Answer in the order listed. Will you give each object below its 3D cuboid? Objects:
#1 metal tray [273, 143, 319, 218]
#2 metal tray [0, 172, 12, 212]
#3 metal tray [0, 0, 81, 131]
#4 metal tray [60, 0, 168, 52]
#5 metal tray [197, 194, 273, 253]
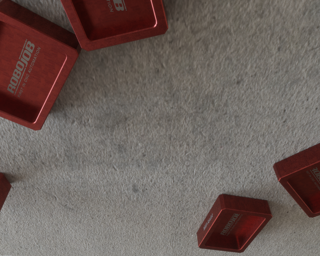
[{"bbox_3d":[0.246,0.083,0.478,0.090,0.030,0.130,-31,124,23],"label":"metal tray"},{"bbox_3d":[-0.302,0.114,0.457,0.131,0.090,0.030,-6,130,4],"label":"metal tray"},{"bbox_3d":[-0.154,-0.063,0.347,0.090,0.030,0.129,25,125,-21],"label":"metal tray"},{"bbox_3d":[-0.050,-0.142,0.281,0.090,0.030,0.129,-11,130,8],"label":"metal tray"},{"bbox_3d":[0.129,0.174,0.554,0.091,0.030,0.129,10,130,-9],"label":"metal tray"}]
